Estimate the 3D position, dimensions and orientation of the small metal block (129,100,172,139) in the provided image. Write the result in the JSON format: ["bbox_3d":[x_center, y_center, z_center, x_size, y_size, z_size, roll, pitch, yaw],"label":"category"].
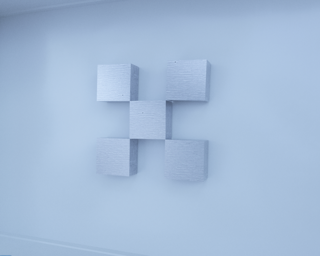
[{"bbox_3d":[-0.012,-0.011,0.412,0.050,0.025,0.050,1,90,20],"label":"small metal block"}]

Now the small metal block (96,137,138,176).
[{"bbox_3d":[-0.060,0.039,0.429,0.050,0.025,0.050,1,90,20],"label":"small metal block"}]

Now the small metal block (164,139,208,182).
[{"bbox_3d":[0.034,0.040,0.396,0.050,0.025,0.050,1,91,20],"label":"small metal block"}]

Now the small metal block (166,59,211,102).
[{"bbox_3d":[0.036,-0.059,0.395,0.050,0.025,0.050,3,91,20],"label":"small metal block"}]

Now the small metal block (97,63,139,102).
[{"bbox_3d":[-0.058,-0.061,0.429,0.050,0.025,0.050,2,91,20],"label":"small metal block"}]
